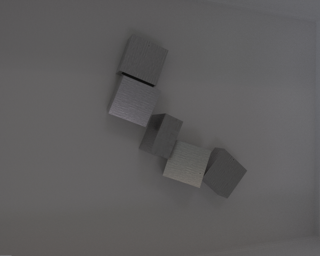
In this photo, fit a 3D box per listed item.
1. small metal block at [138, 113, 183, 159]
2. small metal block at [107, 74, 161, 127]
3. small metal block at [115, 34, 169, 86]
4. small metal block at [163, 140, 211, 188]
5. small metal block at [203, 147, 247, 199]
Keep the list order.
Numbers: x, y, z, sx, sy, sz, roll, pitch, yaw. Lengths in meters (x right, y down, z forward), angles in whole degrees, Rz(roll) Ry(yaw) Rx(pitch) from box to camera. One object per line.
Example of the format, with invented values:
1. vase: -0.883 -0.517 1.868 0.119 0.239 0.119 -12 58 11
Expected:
1. small metal block: 0.000 0.010 0.397 0.025 0.050 0.050 25 82 -19
2. small metal block: -0.034 -0.035 0.392 0.050 0.025 0.050 21 98 -19
3. small metal block: -0.023 -0.086 0.402 0.050 0.025 0.050 21 83 -19
4. small metal block: 0.036 0.047 0.414 0.050 0.025 0.050 18 84 6
5. small metal block: 0.087 0.064 0.443 0.050 0.025 0.050 43 76 -15
